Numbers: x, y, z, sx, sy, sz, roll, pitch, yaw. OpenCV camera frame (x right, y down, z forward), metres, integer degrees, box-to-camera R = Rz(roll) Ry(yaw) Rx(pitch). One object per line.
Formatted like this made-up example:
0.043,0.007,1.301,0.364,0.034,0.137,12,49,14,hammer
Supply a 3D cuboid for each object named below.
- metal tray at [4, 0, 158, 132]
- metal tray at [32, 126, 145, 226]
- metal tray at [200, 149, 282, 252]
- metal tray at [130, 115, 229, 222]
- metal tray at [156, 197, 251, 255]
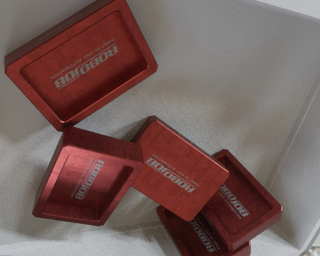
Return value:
-0.077,-0.066,0.323,0.130,0.030,0.090,-34,129,-6,metal tray
-0.087,0.063,0.365,0.091,0.030,0.129,17,126,-24,metal tray
0.101,0.101,0.458,0.090,0.130,0.030,-30,139,-10,metal tray
0.015,0.056,0.416,0.130,0.030,0.090,36,99,-14,metal tray
0.063,0.155,0.472,0.091,0.130,0.030,-26,131,-13,metal tray
